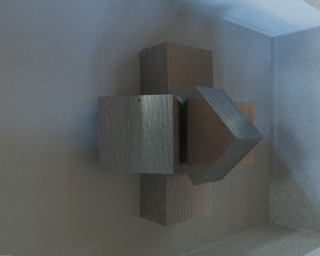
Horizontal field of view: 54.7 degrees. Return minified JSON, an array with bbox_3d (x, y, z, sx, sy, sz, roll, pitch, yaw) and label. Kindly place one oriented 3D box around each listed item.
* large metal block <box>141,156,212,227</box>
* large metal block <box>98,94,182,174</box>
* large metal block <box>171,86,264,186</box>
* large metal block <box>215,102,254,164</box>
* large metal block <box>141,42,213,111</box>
[{"bbox_3d":[0.022,0.076,0.408,0.081,0.050,0.080,1,90,-40],"label":"large metal block"},{"bbox_3d":[-0.020,0.006,0.342,0.050,0.080,0.079,-6,96,-76],"label":"large metal block"},{"bbox_3d":[0.058,0.009,0.366,0.050,0.080,0.080,-1,47,-41],"label":"large metal block"},{"bbox_3d":[0.095,0.006,0.439,0.050,0.080,0.080,1,90,-1],"label":"large metal block"},{"bbox_3d":[0.024,-0.062,0.405,0.081,0.050,0.079,-2,92,-40],"label":"large metal block"}]
